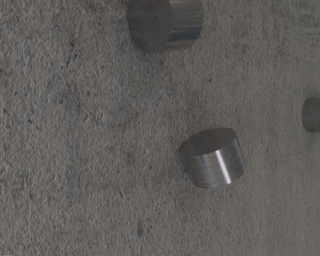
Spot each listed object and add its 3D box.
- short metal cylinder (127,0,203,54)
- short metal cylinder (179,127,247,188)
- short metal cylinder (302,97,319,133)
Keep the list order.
[{"bbox_3d":[0.005,-0.132,0.373,0.050,0.080,0.079,-19,102,-38],"label":"short metal cylinder"},{"bbox_3d":[0.073,0.040,0.430,0.081,0.080,0.050,-34,112,-35],"label":"short metal cylinder"},{"bbox_3d":[0.360,-0.029,0.689,0.081,0.050,0.080,0,90,-40],"label":"short metal cylinder"}]
